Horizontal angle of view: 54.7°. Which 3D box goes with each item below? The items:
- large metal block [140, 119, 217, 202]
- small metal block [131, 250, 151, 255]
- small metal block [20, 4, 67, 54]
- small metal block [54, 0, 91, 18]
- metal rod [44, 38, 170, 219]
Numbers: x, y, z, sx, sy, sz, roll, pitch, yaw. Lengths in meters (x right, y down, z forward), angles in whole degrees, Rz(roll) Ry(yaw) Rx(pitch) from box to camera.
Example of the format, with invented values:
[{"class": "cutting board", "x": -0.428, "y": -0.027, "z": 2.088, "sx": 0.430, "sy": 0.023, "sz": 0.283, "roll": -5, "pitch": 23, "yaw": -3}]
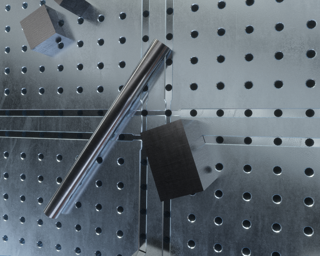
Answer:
[{"class": "large metal block", "x": 0.025, "y": 0.035, "z": 0.374, "sx": 0.050, "sy": 0.080, "sz": 0.080, "roll": -19, "pitch": 84, "yaw": 19}, {"class": "small metal block", "x": -0.019, "y": 0.202, "z": 0.418, "sx": 0.050, "sy": 0.025, "sz": 0.050, "roll": 15, "pitch": 95, "yaw": 19}, {"class": "small metal block", "x": -0.179, "y": -0.151, "z": 0.474, "sx": 0.050, "sy": 0.025, "sz": 0.050, "roll": -27, "pitch": 82, "yaw": 17}, {"class": "small metal block", "x": -0.137, "y": -0.192, "z": 0.446, "sx": 0.050, "sy": 0.050, "sz": 0.025, "roll": 44, "pitch": 104, "yaw": 14}, {"class": "metal rod", "x": -0.080, "y": 0.008, "z": 0.439, "sx": 0.025, "sy": 0.025, "sz": 0.299, "roll": 38, "pitch": 102, "yaw": 15}]
